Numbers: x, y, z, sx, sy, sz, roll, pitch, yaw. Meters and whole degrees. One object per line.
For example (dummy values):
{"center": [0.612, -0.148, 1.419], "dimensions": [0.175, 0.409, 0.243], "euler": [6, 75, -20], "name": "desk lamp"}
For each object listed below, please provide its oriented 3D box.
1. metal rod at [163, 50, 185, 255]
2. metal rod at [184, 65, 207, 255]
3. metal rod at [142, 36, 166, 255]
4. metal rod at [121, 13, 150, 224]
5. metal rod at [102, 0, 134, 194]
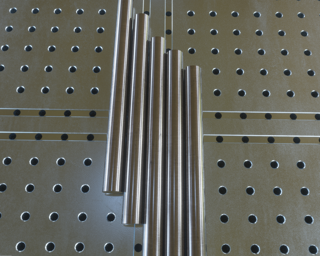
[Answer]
{"center": [0.019, 0.033, 0.399], "dimensions": [0.025, 0.025, 0.299], "euler": [1, 70, 0], "name": "metal rod"}
{"center": [0.044, 0.057, 0.390], "dimensions": [0.025, 0.025, 0.299], "euler": [1, 70, 0], "name": "metal rod"}
{"center": [-0.006, 0.012, 0.406], "dimensions": [0.025, 0.025, 0.299], "euler": [1, 70, 0], "name": "metal rod"}
{"center": [-0.030, -0.026, 0.420], "dimensions": [0.025, 0.025, 0.299], "euler": [1, 70, 0], "name": "metal rod"}
{"center": [-0.056, -0.061, 0.433], "dimensions": [0.025, 0.025, 0.299], "euler": [1, 70, 0], "name": "metal rod"}
